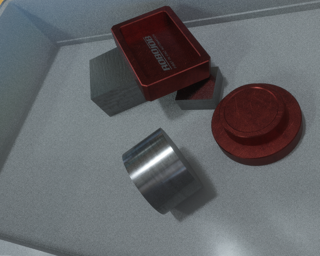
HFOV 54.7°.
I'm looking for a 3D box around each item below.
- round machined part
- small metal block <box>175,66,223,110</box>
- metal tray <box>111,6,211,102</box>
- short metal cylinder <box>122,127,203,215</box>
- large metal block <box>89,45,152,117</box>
[{"bbox_3d":[0.105,-0.011,0.346,0.098,0.042,0.098,-13,56,20],"label":"round machined part"},{"bbox_3d":[0.052,-0.052,0.409,0.050,0.025,0.050,1,62,28],"label":"small metal block"},{"bbox_3d":[-0.002,-0.104,0.412,0.091,0.030,0.130,-24,56,-7],"label":"metal tray"},{"bbox_3d":[0.003,0.046,0.339,0.050,0.080,0.080,-36,51,4],"label":"short metal cylinder"},{"bbox_3d":[-0.056,-0.075,0.463,0.080,0.050,0.080,-22,54,15],"label":"large metal block"}]
